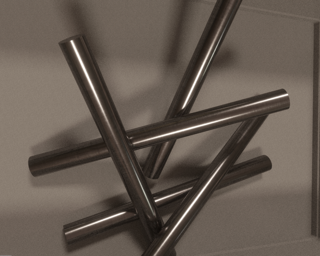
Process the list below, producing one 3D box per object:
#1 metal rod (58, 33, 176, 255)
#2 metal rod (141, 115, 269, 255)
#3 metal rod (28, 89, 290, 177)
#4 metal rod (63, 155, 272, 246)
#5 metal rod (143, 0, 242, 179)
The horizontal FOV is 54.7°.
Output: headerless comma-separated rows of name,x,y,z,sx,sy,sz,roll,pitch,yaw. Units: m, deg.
metal rod,-0.034,0.045,0.344,0.025,0.025,0.298,-29,119,-18
metal rod,0.066,0.069,0.407,0.025,0.025,0.301,49,64,-14
metal rod,-0.001,0.006,0.359,0.302,0.025,0.025,-15,96,0
metal rod,0.025,0.091,0.421,0.302,0.025,0.025,-15,96,-20
metal rod,0.044,-0.068,0.361,0.025,0.025,0.298,17,110,-20
